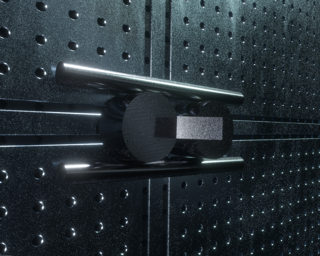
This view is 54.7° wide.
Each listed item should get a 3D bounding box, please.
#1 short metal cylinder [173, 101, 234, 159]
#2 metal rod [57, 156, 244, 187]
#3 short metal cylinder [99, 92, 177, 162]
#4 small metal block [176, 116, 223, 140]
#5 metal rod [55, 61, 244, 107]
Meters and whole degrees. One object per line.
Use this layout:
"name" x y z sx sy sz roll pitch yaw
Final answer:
"short metal cylinder" 0.059 0.003 0.439 0.081 0.050 0.079 0 90 -40
"metal rod" 0.014 0.054 0.417 0.302 0.025 0.025 3 88 -40
"short metal cylinder" -0.025 -0.001 0.368 0.081 0.050 0.079 0 90 -40
"small metal block" 0.047 0.001 0.368 0.050 0.050 0.025 22 70 -83
"metal rod" 0.013 -0.052 0.416 0.302 0.025 0.025 2 89 -40
